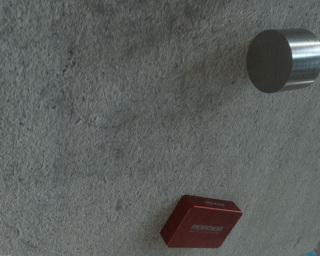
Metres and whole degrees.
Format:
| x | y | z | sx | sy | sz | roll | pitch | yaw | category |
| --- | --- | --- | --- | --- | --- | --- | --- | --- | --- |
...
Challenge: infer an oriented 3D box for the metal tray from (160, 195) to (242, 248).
| x | y | z | sx | sy | sz | roll | pitch | yaw | category |
| --- | --- | --- | --- | --- | --- | --- | --- | --- | --- |
| 0.075 | 0.169 | 0.549 | 0.131 | 0.030 | 0.089 | 17 | 110 | -35 | metal tray |

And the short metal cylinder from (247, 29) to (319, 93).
| x | y | z | sx | sy | sz | roll | pitch | yaw | category |
| --- | --- | --- | --- | --- | --- | --- | --- | --- | --- |
| 0.160 | -0.088 | 0.404 | 0.050 | 0.080 | 0.079 | -10 | 123 | -23 | short metal cylinder |
